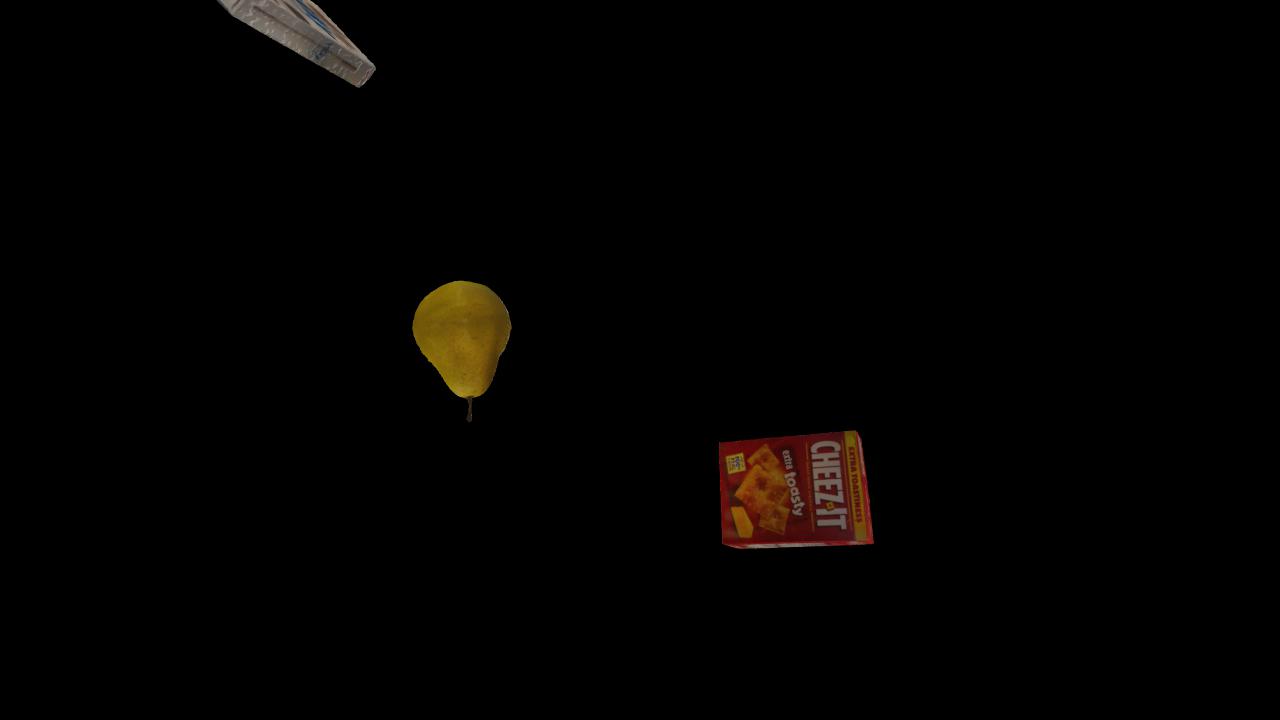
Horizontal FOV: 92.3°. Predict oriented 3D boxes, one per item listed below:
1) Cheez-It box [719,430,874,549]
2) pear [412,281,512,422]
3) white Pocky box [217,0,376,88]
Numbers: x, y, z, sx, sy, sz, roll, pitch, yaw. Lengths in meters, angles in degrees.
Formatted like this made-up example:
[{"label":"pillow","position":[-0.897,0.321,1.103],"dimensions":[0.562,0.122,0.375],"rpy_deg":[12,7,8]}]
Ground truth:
[{"label":"Cheez-It box","position":[0.239,0.206,0.964],"dimensions":[0.223,0.166,0.071],"rpy_deg":[-9,-23,24]},{"label":"pear","position":[-0.141,-0.008,0.504],"dimensions":[0.080,0.111,0.080],"rpy_deg":[-18,-21,-7]},{"label":"white Pocky box","position":[-0.287,-0.280,0.492],"dimensions":[0.028,0.084,0.154],"rpy_deg":[-43,-1,9]}]
